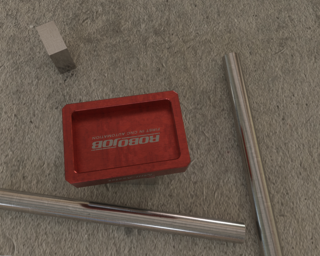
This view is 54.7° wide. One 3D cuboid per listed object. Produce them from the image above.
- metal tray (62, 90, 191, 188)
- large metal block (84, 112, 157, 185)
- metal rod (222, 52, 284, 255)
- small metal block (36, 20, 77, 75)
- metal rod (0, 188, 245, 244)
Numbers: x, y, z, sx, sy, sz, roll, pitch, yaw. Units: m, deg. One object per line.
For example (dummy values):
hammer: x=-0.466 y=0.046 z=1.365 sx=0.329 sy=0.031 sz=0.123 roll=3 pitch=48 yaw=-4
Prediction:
metal tray: x=-0.038 y=0.012 z=0.347 sx=0.131 sy=0.030 sz=0.090 roll=-8 pitch=70 yaw=-4
large metal block: x=-0.045 y=0.026 z=0.385 sx=0.081 sy=0.050 sz=0.080 roll=2 pitch=70 yaw=0
metal rod: x=0.117 y=0.038 z=0.395 sx=0.025 sy=0.025 sz=0.299 roll=-5 pitch=70 yaw=-2
small metal block: x=-0.144 y=-0.112 z=0.434 sx=0.025 sy=0.050 sz=0.050 roll=-26 pitch=72 yaw=-9
metal rod: x=-0.053 y=0.104 z=0.369 sx=0.302 sy=0.025 sz=0.025 roll=8 pitch=70 yaw=2
